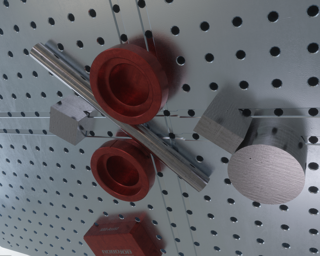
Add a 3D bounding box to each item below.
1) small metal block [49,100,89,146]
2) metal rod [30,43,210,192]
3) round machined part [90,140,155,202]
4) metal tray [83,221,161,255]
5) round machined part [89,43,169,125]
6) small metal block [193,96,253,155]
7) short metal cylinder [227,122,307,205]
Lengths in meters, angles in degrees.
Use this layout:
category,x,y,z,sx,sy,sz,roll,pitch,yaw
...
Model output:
category,x,y,z,sx,sy,sz,roll,pitch,yaw
small metal block,-0.142,-0.008,0.482,0.050,0.025,0.050,27,128,11
metal rod,-0.056,-0.015,0.431,0.300,0.025,0.025,39,129,1
round machined part,-0.051,0.059,0.464,0.098,0.042,0.097,13,124,21
metal tray,-0.073,0.225,0.586,0.130,0.030,0.090,-17,110,35
round machined part,-0.034,-0.056,0.383,0.098,0.042,0.097,13,124,21
small metal block,0.073,-0.005,0.354,0.050,0.050,0.025,32,129,7
short metal cylinder,0.123,0.040,0.355,0.080,0.050,0.079,13,124,21
